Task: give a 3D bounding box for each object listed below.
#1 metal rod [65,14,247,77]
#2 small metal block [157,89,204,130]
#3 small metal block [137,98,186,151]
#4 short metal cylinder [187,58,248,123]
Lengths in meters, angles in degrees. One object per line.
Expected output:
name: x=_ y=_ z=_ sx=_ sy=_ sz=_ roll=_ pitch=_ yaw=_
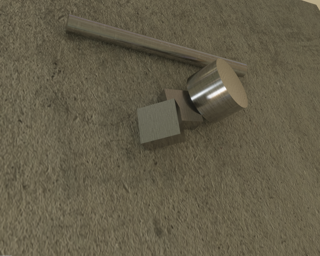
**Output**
metal rod: x=0.009 y=-0.123 z=0.485 sx=0.302 sy=0.025 sz=0.025 roll=9 pitch=58 yaw=-24
small metal block: x=0.028 y=-0.026 z=0.436 sx=0.050 sy=0.025 sz=0.050 roll=2 pitch=61 yaw=-28
small metal block: x=0.001 y=-0.004 z=0.391 sx=0.050 sy=0.025 sz=0.050 roll=-15 pitch=61 yaw=13
short metal cylinder: x=0.084 y=-0.054 z=0.450 sx=0.080 sy=0.050 sz=0.080 roll=35 pitch=39 yaw=-35
